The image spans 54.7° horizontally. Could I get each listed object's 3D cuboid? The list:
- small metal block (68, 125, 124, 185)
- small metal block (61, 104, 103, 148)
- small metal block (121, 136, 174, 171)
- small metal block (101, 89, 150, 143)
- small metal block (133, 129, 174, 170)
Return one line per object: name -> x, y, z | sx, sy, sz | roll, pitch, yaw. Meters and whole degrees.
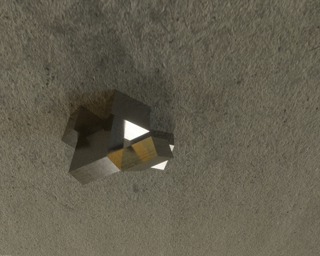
small metal block -> -0.071, 0.031, 0.352 | 0.050, 0.050, 0.025 | -23, 127, 18
small metal block -> -0.092, 0.006, 0.396 | 0.025, 0.050, 0.050 | -37, 121, 27
small metal block -> -0.018, 0.034, 0.388 | 0.050, 0.025, 0.050 | -25, 164, 19
small metal block -> -0.040, -0.014, 0.380 | 0.050, 0.050, 0.025 | 26, 125, -21
small metal block -> -0.012, 0.029, 0.433 | 0.050, 0.025, 0.050 | 12, 129, -11
